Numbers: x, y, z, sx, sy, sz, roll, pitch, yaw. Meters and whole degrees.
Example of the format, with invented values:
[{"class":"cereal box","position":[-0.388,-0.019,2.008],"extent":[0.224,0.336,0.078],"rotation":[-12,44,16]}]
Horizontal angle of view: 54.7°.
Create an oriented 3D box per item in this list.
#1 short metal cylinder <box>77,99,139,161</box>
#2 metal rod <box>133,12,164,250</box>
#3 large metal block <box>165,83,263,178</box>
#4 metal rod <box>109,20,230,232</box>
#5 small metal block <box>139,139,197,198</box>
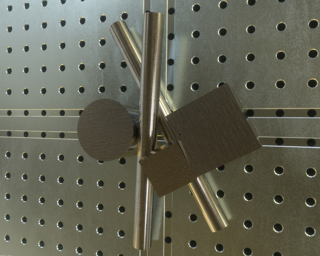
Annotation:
[{"class":"short metal cylinder","position":[-0.062,0.002,0.417],"extent":[0.080,0.050,0.079],"rotation":[0,90,19]},{"class":"metal rod","position":[-0.016,0.011,0.393],"extent":[0.025,0.025,0.298],"rotation":[7,100,20]},{"class":"large metal block","position":[0.066,0.003,0.371],"extent":[0.080,0.050,0.080],"rotation":[-29,81,17]},{"class":"metal rod","position":[0.008,-0.009,0.406],"extent":[0.025,0.025,0.299],"rotation":[-30,81,17]},{"class":"small metal block","position":[0.010,0.047,0.371],"extent":[0.050,0.025,0.050],"rotation":[-28,96,9]}]
